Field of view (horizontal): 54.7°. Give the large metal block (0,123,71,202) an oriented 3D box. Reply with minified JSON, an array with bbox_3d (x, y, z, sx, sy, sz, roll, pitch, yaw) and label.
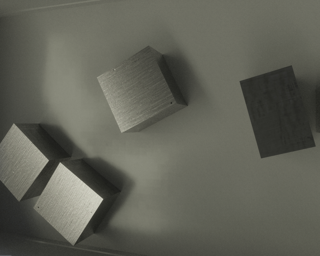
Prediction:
[{"bbox_3d":[-0.197,0.049,0.467,0.080,0.050,0.080,42,103,15],"label":"large metal block"}]

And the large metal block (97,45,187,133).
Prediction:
[{"bbox_3d":[-0.022,-0.047,0.405,0.080,0.050,0.080,-28,81,18],"label":"large metal block"}]

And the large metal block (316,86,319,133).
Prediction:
[{"bbox_3d":[0.205,-0.020,0.309,0.080,0.080,0.050,0,90,20],"label":"large metal block"}]

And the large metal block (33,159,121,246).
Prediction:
[{"bbox_3d":[-0.116,0.101,0.438,0.080,0.050,0.080,36,101,16],"label":"large metal block"}]

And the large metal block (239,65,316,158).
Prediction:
[{"bbox_3d":[0.126,-0.015,0.337,0.050,0.080,0.080,-16,85,19],"label":"large metal block"}]
